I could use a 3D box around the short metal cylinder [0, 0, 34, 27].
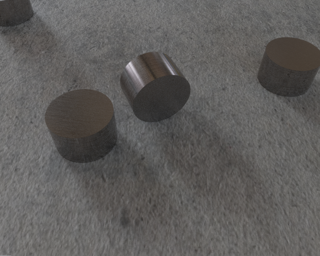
[{"bbox_3d":[-0.286,-0.234,0.580,0.081,0.050,0.080,0,50,0],"label":"short metal cylinder"}]

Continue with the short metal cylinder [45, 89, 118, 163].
[{"bbox_3d":[-0.096,-0.003,0.388,0.081,0.050,0.080,0,50,0],"label":"short metal cylinder"}]

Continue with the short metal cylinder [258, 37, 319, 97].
[{"bbox_3d":[0.194,-0.093,0.467,0.081,0.050,0.080,0,50,0],"label":"short metal cylinder"}]

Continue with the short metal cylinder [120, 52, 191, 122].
[{"bbox_3d":[-0.007,-0.054,0.412,0.081,0.080,0.050,-18,53,-15],"label":"short metal cylinder"}]
